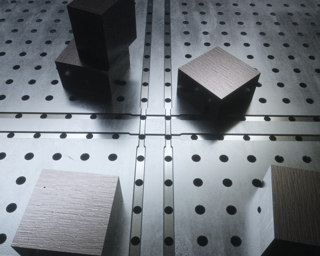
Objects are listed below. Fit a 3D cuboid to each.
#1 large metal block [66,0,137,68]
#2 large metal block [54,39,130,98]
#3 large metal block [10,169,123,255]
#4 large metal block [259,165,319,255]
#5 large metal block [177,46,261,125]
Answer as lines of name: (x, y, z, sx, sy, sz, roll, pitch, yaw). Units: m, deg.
large metal block: (-0.075, -0.144, 0.427, 0.050, 0.080, 0.080, 20, 53, 15)
large metal block: (-0.099, -0.099, 0.474, 0.080, 0.050, 0.080, 13, 51, 10)
large metal block: (-0.087, 0.092, 0.313, 0.080, 0.050, 0.080, 5, 50, 3)
large metal block: (0.149, 0.090, 0.318, 0.080, 0.050, 0.080, 8, 50, 6)
large metal block: (0.082, -0.064, 0.446, 0.080, 0.050, 0.080, -33, 58, -25)
